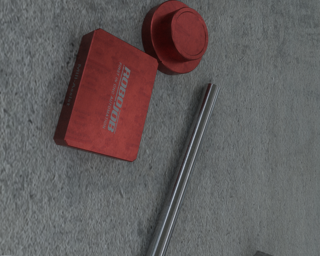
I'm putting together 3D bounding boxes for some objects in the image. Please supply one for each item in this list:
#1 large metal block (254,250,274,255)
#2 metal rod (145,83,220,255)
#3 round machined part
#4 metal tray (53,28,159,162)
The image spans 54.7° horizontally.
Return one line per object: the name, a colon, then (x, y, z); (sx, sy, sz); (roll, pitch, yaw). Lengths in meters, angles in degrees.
large metal block: (0.202, 0.273, 0.538); (0.050, 0.080, 0.080); (-30, 109, -36)
metal rod: (0.029, 0.073, 0.428); (0.025, 0.025, 0.299); (33, 70, -35)
round machined part: (0.027, -0.122, 0.416); (0.099, 0.042, 0.097); (0, 90, -40)
metal tray: (-0.057, -0.034, 0.354); (0.091, 0.030, 0.129); (21, 77, -38)
